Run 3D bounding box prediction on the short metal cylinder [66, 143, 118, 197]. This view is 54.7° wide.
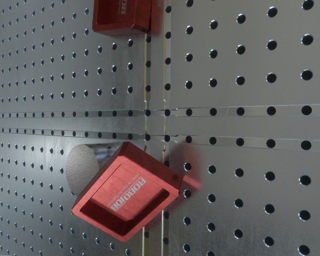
[{"bbox_3d":[-0.099,0.064,0.472,0.080,0.050,0.079,0,90,39],"label":"short metal cylinder"}]

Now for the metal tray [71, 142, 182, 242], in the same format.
[{"bbox_3d":[-0.045,0.088,0.407,0.090,0.030,0.129,35,120,-12],"label":"metal tray"}]

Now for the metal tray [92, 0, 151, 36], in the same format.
[{"bbox_3d":[-0.053,-0.204,0.447,0.090,0.030,0.129,9,96,39],"label":"metal tray"}]
